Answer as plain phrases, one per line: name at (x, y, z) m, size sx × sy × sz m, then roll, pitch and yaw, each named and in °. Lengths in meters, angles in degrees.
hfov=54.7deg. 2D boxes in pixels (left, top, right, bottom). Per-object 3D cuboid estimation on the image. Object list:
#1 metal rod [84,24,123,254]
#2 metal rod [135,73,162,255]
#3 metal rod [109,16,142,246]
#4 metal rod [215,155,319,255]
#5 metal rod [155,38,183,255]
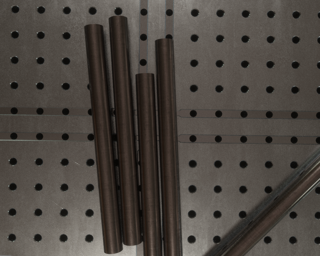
metal rod at (-0.075, 0.014, 0.412) m, size 0.025 × 0.025 × 0.298 m, roll -5°, pitch 90°, yaw -1°
metal rod at (-0.014, 0.078, 0.413) m, size 0.025 × 0.025 × 0.298 m, roll -3°, pitch 90°, yaw -1°
metal rod at (-0.046, 0.004, 0.412) m, size 0.025 × 0.025 × 0.298 m, roll -4°, pitch 90°, yaw -1°
metal rod at (0.130, 0.136, 0.415) m, size 0.300 × 0.025 × 0.025 m, roll -44°, pitch 91°, yaw -1°
metal rod at (0.012, 0.033, 0.413) m, size 0.025 × 0.025 × 0.298 m, roll -2°, pitch 90°, yaw -1°
